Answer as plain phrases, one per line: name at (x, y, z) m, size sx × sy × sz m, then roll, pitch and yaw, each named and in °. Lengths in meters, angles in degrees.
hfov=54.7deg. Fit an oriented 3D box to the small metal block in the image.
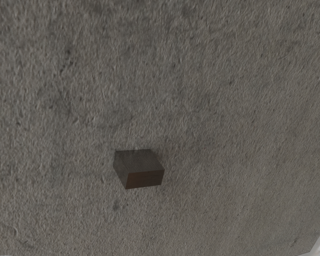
small metal block at (-0.029, 0.053, 0.409) m, size 0.050 × 0.050 × 0.025 m, roll -2°, pitch 119°, yaw -28°
